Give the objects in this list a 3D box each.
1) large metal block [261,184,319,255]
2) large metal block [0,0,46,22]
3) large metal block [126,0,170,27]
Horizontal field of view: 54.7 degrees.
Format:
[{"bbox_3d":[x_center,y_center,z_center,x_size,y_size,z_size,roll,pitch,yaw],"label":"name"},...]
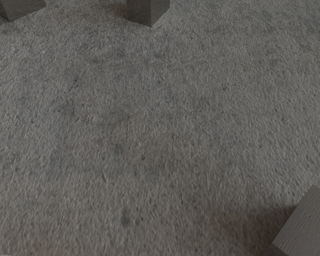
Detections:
[{"bbox_3d":[0.155,0.115,0.292,0.080,0.050,0.080,36,58,26],"label":"large metal block"},{"bbox_3d":[-0.285,-0.258,0.600,0.080,0.050,0.080,36,58,26],"label":"large metal block"},{"bbox_3d":[-0.021,-0.250,0.577,0.050,0.080,0.080,21,53,16],"label":"large metal block"}]
